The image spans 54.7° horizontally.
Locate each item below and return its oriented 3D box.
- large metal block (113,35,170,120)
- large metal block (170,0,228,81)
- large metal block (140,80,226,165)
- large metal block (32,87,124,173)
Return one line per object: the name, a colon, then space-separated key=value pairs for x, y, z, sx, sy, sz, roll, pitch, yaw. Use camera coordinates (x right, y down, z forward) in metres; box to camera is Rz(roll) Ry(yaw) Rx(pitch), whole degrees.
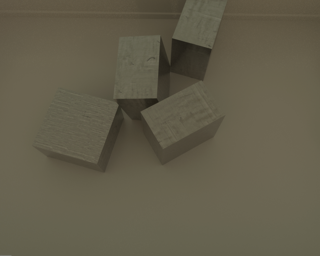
large metal block: x=-0.019 y=-0.060 z=0.395 sx=0.050 sy=0.080 sz=0.080 roll=0 pitch=74 yaw=10
large metal block: x=0.051 y=-0.124 z=0.426 sx=0.050 sy=0.080 sz=0.080 roll=17 pitch=71 yaw=6
large metal block: x=0.026 y=-0.003 z=0.382 sx=0.080 sy=0.080 sz=0.050 roll=-28 pitch=73 yaw=-10
large metal block: x=-0.100 y=0.003 z=0.394 sx=0.080 sy=0.050 sz=0.080 roll=15 pitch=71 yaw=5
